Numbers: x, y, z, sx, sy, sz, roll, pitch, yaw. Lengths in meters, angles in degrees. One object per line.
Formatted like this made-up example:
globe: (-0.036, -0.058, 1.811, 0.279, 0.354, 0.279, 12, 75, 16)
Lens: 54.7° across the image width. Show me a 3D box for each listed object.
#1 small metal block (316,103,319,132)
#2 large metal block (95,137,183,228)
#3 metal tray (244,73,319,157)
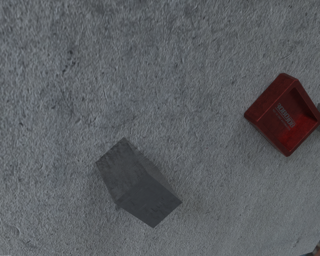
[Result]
small metal block: (0.309, -0.023, 0.562, 0.050, 0.025, 0.050, -14, 124, -21)
large metal block: (-0.028, 0.070, 0.399, 0.050, 0.080, 0.080, -42, 130, 1)
metal tray: (0.204, -0.017, 0.504, 0.090, 0.030, 0.130, -49, 129, 6)
